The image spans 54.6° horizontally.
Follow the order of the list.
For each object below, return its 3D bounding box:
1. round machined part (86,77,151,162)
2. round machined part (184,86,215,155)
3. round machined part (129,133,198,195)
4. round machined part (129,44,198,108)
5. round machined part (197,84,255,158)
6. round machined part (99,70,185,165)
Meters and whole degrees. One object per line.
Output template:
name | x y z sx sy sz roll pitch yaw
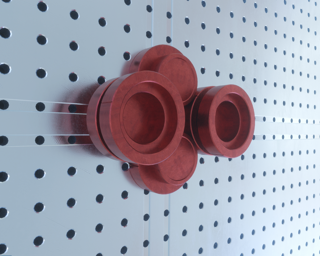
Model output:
round machined part | -0.041 -0.010 0.362 0.099 0.042 0.097 0 90 -40
round machined part | 0.064 -0.010 0.449 0.099 0.042 0.097 0 90 -40
round machined part | 0.011 0.038 0.405 0.099 0.042 0.097 0 90 -40
round machined part | 0.011 -0.060 0.406 0.099 0.042 0.097 0 90 -40
round machined part | 0.084 -0.009 0.425 0.099 0.042 0.097 0 90 -40
round machined part | -0.023 -0.011 0.336 0.099 0.042 0.097 0 90 -40
